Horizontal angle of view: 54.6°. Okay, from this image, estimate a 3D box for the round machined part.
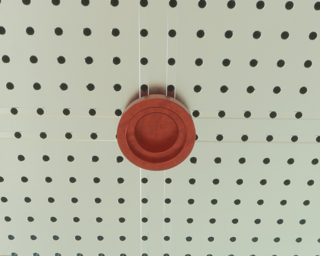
[{"bbox_3d":[-0.005,0.003,0.405,0.099,0.042,0.097,0,110,0],"label":"round machined part"}]
